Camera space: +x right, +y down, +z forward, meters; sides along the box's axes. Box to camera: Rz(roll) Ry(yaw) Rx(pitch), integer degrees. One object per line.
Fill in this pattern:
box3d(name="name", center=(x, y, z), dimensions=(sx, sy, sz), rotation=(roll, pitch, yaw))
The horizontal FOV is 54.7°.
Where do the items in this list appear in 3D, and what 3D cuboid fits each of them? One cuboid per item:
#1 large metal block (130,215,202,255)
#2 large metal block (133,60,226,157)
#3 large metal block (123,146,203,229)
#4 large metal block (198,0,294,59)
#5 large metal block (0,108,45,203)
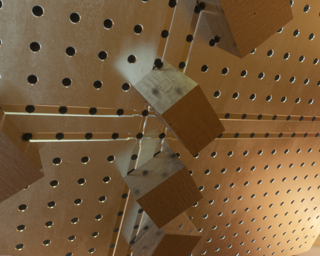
box3d(name="large metal block", center=(0.010, 0.192, 0.521), dimensions=(0.081, 0.050, 0.080), rotation=(19, 108, -36))
box3d(name="large metal block", center=(0.023, -0.025, 0.374), dimensions=(0.050, 0.080, 0.080), rotation=(-40, 130, -1))
box3d(name="large metal block", center=(0.006, 0.088, 0.455), dimensions=(0.080, 0.050, 0.080), rotation=(-34, 129, -6))
box3d(name="large metal block", center=(0.100, -0.143, 0.363), dimensions=(0.080, 0.050, 0.080), rotation=(-38, 130, -3))
box3d(name="large metal block", center=(-0.181, 0.032, 0.317), dimensions=(0.080, 0.050, 0.080), rotation=(-32, 129, -8))
